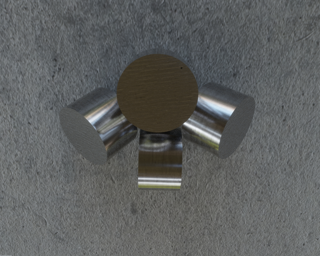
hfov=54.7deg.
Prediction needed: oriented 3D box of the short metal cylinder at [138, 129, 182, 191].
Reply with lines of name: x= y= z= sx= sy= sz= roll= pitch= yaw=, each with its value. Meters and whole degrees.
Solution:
short metal cylinder: x=0.000 y=0.039 z=0.395 sx=0.050 sy=0.080 sz=0.079 roll=2 pitch=110 yaw=-1

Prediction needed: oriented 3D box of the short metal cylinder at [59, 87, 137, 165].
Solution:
short metal cylinder: x=-0.074 y=-0.002 z=0.374 sx=0.080 sy=0.050 sz=0.079 roll=28 pitch=139 yaw=28

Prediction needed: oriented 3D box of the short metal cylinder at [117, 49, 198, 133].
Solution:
short metal cylinder: x=-0.002 y=-0.041 z=0.328 sx=0.081 sy=0.050 sz=0.079 roll=0 pitch=110 yaw=-1

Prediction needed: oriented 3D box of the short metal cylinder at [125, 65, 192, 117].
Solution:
short metal cylinder: x=0.000 y=-0.042 z=0.382 sx=0.081 sy=0.050 sz=0.079 roll=0 pitch=110 yaw=-1

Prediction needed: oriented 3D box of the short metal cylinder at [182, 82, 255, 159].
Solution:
short metal cylinder: x=0.071 y=-0.009 z=0.373 sx=0.050 sy=0.081 sz=0.079 roll=28 pitch=113 yaw=31
